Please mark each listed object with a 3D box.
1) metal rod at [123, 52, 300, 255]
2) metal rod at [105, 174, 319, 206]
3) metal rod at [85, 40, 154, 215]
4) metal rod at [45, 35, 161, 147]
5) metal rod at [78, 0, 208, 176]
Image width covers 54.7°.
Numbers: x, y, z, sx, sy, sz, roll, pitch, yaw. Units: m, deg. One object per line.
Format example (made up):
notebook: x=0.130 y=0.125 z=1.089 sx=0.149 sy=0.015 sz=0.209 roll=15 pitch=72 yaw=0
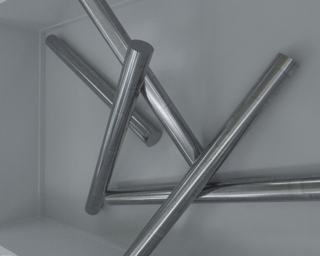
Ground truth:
metal rod: x=0.043 y=0.051 z=0.340 sx=0.025 sy=0.025 sz=0.299 roll=44 pitch=107 yaw=31
metal rod: x=0.042 y=0.078 z=0.370 sx=0.300 sy=0.025 sz=0.025 roll=-13 pitch=82 yaw=39
metal rod: x=-0.063 y=0.025 z=0.397 sx=0.025 sy=0.025 sz=0.298 roll=50 pitch=138 yaw=28
metal rod: x=-0.103 y=-0.072 z=0.488 sx=0.300 sy=0.025 sz=0.025 roll=43 pitch=116 yaw=31
metal rod: x=-0.030 y=-0.074 z=0.348 sx=0.025 sy=0.025 sz=0.299 roll=-29 pitch=98 yaw=36
